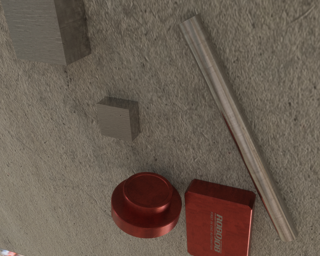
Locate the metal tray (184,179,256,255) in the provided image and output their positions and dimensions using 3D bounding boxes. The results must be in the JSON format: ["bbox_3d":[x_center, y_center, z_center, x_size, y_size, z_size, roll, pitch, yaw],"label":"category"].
[{"bbox_3d":[0.085,0.141,0.446,0.090,0.030,0.129,9,123,23],"label":"metal tray"}]

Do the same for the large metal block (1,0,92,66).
[{"bbox_3d":[-0.139,-0.128,0.385,0.080,0.050,0.079,11,123,22],"label":"large metal block"}]

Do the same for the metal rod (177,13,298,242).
[{"bbox_3d":[0.098,0.013,0.362,0.025,0.025,0.299,-17,110,35],"label":"metal rod"}]

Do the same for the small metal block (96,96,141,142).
[{"bbox_3d":[-0.057,-0.013,0.429,0.050,0.025,0.050,11,123,22],"label":"small metal block"}]

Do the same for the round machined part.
[{"bbox_3d":[-0.018,0.099,0.431,0.098,0.098,0.042,20,126,16],"label":"round machined part"}]
